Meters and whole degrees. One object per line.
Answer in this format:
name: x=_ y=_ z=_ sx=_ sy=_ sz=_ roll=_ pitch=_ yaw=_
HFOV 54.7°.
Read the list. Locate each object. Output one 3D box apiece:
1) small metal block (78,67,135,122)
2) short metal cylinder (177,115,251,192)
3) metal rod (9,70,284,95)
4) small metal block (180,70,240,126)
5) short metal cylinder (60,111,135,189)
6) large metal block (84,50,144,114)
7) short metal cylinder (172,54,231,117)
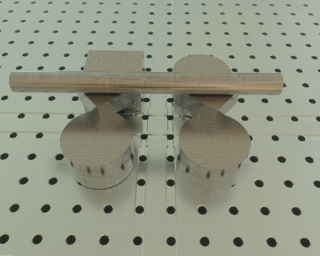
small metal block: x=-0.067 y=-0.042 z=0.378 sx=0.050 sy=0.025 sz=0.050 roll=-33 pitch=57 yaw=-25
short metal cylinder: x=0.062 y=0.028 z=0.368 sx=0.080 sy=0.050 sz=0.080 roll=0 pitch=50 yaw=0
metal rod: x=-0.015 y=-0.051 z=0.353 sx=0.302 sy=0.025 sz=0.025 roll=1 pitch=50 yaw=0
small metal block: x=0.061 y=-0.038 z=0.375 sx=0.050 sy=0.025 sz=0.050 roll=33 pitch=57 yaw=24
short metal cylinder: x=-0.072 y=0.025 z=0.369 sx=0.080 sy=0.050 sz=0.080 roll=0 pitch=50 yaw=0
large metal block: x=-0.065 y=-0.067 z=0.446 sx=0.080 sy=0.050 sz=0.080 roll=1 pitch=50 yaw=1
short metal cylinder: x=0.057 y=-0.061 z=0.443 sx=0.080 sy=0.050 sz=0.080 roll=0 pitch=50 yaw=0
